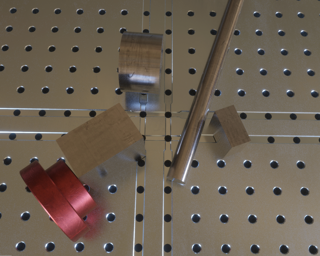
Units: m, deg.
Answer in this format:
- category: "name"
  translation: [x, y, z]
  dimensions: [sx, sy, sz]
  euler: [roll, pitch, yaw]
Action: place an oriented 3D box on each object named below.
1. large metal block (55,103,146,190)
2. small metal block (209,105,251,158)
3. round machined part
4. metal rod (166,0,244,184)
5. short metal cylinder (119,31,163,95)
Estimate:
- category: "large metal block"
  translation: [-0.065, 0.025, 0.373]
  dimensions: [0.080, 0.080, 0.050]
  euler: [-32, 74, -11]
- category: "small metal block"
  translation: [0.088, 0.006, 0.398]
  dimensions: [0.025, 0.050, 0.050]
  euler: [-19, 71, -7]
- category: "round machined part"
  translation: [-0.107, 0.074, 0.345]
  dimensions: [0.042, 0.098, 0.098]
  euler: [-38, 75, -20]
- category: "metal rod"
  translation: [0.070, -0.067, 0.436]
  dimensions: [0.025, 0.025, 0.300]
  euler: [19, 71, 6]
- category: "short metal cylinder"
  translation: [-0.023, -0.086, 0.414]
  dimensions: [0.050, 0.080, 0.080]
  euler: [4, 70, 1]
